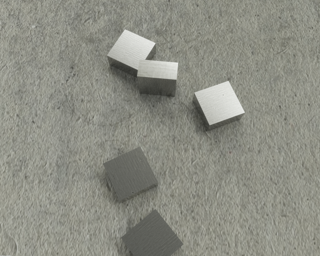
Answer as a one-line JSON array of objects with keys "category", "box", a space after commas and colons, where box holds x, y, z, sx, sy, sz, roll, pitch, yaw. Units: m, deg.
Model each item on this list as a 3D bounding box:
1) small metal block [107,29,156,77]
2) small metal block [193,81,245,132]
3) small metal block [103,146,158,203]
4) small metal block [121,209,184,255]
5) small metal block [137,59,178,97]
[{"category": "small metal block", "box": [-0.040, -0.106, 0.447, 0.050, 0.025, 0.050, 27, 72, 9]}, {"category": "small metal block", "box": [0.078, -0.029, 0.419, 0.050, 0.025, 0.050, -20, 71, -7]}, {"category": "small metal block", "box": [-0.036, 0.058, 0.386, 0.050, 0.025, 0.050, -25, 72, -9]}, {"category": "small metal block", "box": [-0.009, 0.131, 0.360, 0.050, 0.025, 0.050, -38, 74, -13]}, {"category": "small metal block", "box": [-0.003, -0.067, 0.419, 0.050, 0.050, 0.025, 5, 70, 2]}]
